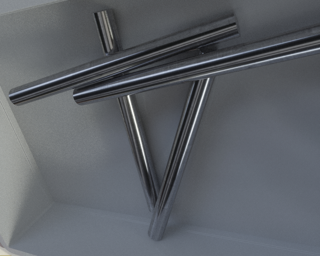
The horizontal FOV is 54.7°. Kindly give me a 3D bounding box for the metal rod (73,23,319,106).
[{"bbox_3d":[0.023,-0.059,0.325,0.300,0.025,0.025,-8,115,31],"label":"metal rod"}]

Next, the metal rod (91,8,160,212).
[{"bbox_3d":[-0.037,-0.005,0.424,0.025,0.025,0.298,1,119,28],"label":"metal rod"}]

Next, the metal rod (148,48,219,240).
[{"bbox_3d":[0.024,0.043,0.408,0.025,0.025,0.298,23,123,14],"label":"metal rod"}]

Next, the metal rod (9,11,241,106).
[{"bbox_3d":[-0.059,-0.072,0.362,0.300,0.025,0.025,-12,112,23],"label":"metal rod"}]
